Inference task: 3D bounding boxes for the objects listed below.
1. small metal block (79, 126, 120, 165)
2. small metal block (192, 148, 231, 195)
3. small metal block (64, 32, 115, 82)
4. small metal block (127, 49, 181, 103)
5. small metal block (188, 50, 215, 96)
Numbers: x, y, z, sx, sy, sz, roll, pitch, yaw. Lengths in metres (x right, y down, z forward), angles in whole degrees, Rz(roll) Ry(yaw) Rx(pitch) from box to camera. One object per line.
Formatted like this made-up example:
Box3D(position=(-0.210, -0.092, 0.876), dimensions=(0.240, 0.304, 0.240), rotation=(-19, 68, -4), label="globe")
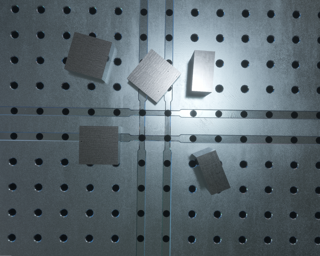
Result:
Box3D(position=(-0.079, 0.022, 0.412), dimensions=(0.050, 0.025, 0.050), rotation=(1, 90, -1), label="small metal block")
Box3D(position=(0.065, 0.054, 0.402), dimensions=(0.025, 0.050, 0.050), rotation=(-22, 90, 0), label="small metal block")
Box3D(position=(-0.093, -0.094, 0.412), dimensions=(0.050, 0.025, 0.050), rotation=(16, 90, -1), label="small metal block")
Box3D(position=(-0.008, -0.068, 0.413), dimensions=(0.050, 0.025, 0.050), rotation=(39, 90, -1), label="small metal block")
Box3D(position=(0.053, -0.069, 0.402), dimensions=(0.025, 0.050, 0.050), rotation=(4, 90, 0), label="small metal block")
